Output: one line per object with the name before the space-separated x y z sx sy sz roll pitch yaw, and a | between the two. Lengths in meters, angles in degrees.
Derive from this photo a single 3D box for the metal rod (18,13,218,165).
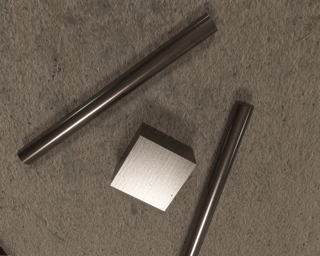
metal rod | -0.061 -0.043 0.393 0.300 0.025 0.025 -34 107 11

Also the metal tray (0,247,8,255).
metal tray | -0.281 0.232 0.488 0.090 0.030 0.129 -23 109 8

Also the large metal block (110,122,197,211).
large metal block | -0.009 0.051 0.415 0.080 0.050 0.080 28 107 -11

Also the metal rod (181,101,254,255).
metal rod | 0.072 0.104 0.449 0.025 0.025 0.298 14 109 -6
